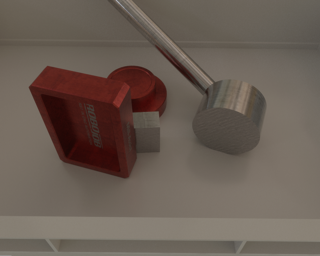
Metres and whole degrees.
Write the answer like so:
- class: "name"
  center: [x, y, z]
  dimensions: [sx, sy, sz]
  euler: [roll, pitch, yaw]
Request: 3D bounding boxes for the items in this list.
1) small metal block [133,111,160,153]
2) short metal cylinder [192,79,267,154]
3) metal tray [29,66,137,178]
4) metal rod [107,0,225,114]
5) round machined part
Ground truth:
- class: "small metal block"
  center: [-0.026, 0.007, 0.383]
  dimensions: [0.050, 0.050, 0.025]
  euler: [-3, 50, -3]
- class: "short metal cylinder"
  center: [0.086, -0.013, 0.381]
  dimensions: [0.080, 0.080, 0.050]
  euler: [16, 52, 13]
- class: "metal tray"
  center: [-0.076, 0.000, 0.336]
  dimensions: [0.090, 0.129, 0.030]
  euler: [13, 52, 10]
- class: "metal rod"
  center: [-0.003, -0.125, 0.431]
  dimensions: [0.300, 0.025, 0.025]
  euler: [45, 60, 2]
- class: "round machined part"
  center: [-0.040, -0.051, 0.436]
  dimensions: [0.099, 0.042, 0.098]
  euler: [0, 50, 0]
